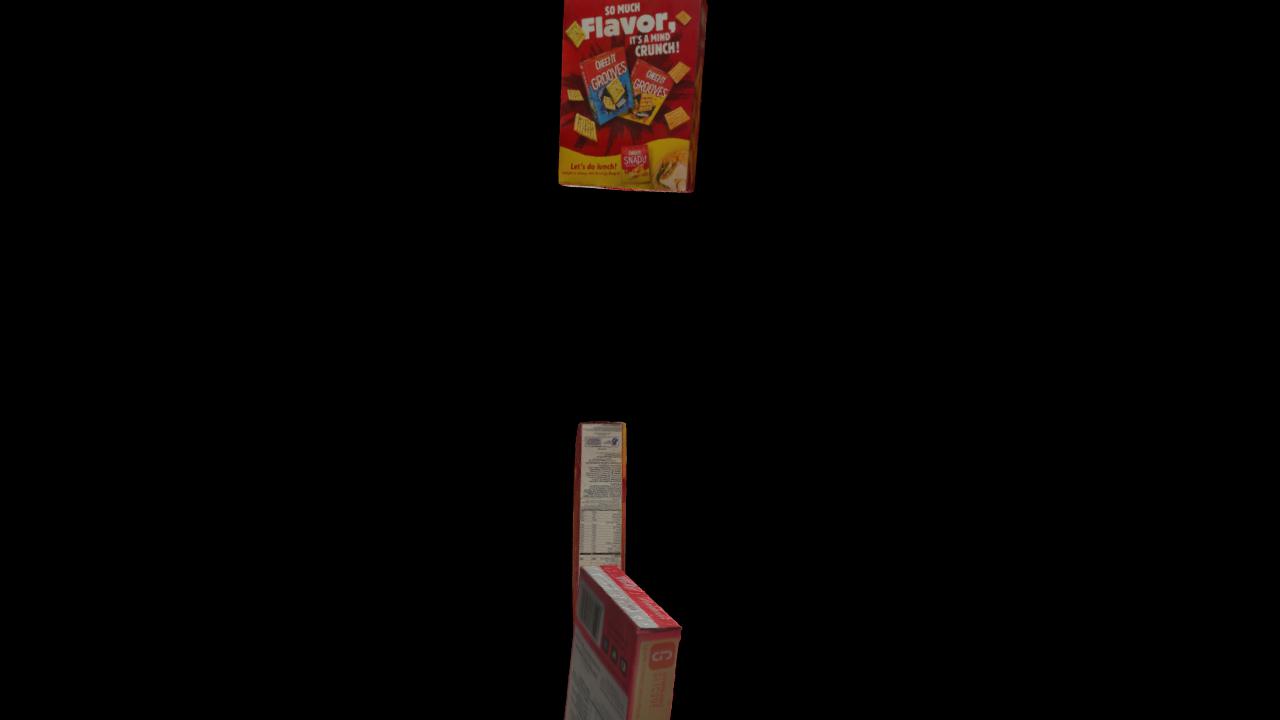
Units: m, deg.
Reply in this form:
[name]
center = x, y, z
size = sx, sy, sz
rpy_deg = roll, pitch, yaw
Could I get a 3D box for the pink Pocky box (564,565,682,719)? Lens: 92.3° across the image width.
[pink Pocky box]
center = -0.016, 0.205, 0.346
size = 0.029, 0.155, 0.084
rpy_deg = 6, 2, -26

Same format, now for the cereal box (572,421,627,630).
[cereal box]
center = -0.064, 0.261, 0.957
size = 0.081, 0.306, 0.203
rpy_deg = 1, -16, -5

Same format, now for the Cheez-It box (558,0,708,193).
[Cheez-It box]
center = -0.010, -0.322, 0.750
size = 0.166, 0.223, 0.071
rpy_deg = 6, 16, 11
